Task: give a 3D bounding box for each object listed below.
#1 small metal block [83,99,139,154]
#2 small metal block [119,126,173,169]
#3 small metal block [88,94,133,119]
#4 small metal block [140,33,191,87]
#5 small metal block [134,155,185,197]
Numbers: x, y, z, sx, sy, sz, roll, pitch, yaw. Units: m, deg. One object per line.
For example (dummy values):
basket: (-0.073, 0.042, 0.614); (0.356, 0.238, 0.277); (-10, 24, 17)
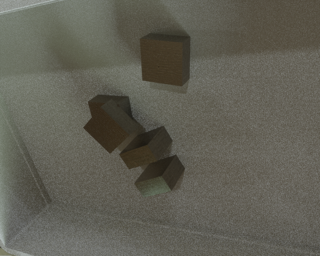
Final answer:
small metal block: (-0.065, -0.002, 0.408); (0.050, 0.025, 0.050); (45, 129, -4)
small metal block: (-0.018, 0.026, 0.417); (0.050, 0.050, 0.025); (-20, 108, 35)
small metal block: (-0.067, -0.017, 0.431); (0.050, 0.025, 0.050); (6, 121, 24)
small metal block: (0.007, -0.079, 0.355); (0.050, 0.025, 0.050); (12, 123, 21)
small metal block: (0.000, 0.067, 0.433); (0.050, 0.050, 0.025); (-22, 107, 36)
